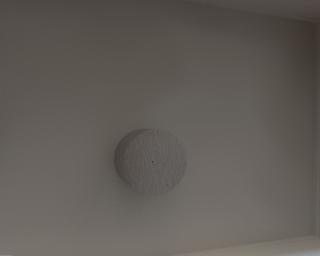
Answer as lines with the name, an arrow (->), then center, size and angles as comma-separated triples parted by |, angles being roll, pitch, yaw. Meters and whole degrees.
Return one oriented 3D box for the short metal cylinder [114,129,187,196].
short metal cylinder -> -0.013, 0.041, 0.393 | 0.081, 0.050, 0.079 | 0, 90, -21
